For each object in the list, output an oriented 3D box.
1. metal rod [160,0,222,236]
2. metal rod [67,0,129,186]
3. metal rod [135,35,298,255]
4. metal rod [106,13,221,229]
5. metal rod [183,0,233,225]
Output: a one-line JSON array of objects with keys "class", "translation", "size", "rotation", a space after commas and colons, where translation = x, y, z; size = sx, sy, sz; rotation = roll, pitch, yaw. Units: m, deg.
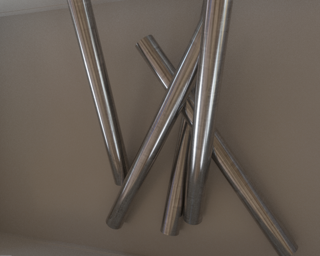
[{"class": "metal rod", "translation": [0.039, -0.011, 0.396], "size": [0.025, 0.025, 0.298], "rotation": [12, 94, 19]}, {"class": "metal rod", "translation": [-0.074, -0.062, 0.370], "size": [0.025, 0.025, 0.298], "rotation": [-1, 115, 20]}, {"class": "metal rod", "translation": [0.065, 0.019, 0.367], "size": [0.025, 0.025, 0.299], "rotation": [-35, 87, 16]}, {"class": "metal rod", "translation": [-0.005, 0.011, 0.369], "size": [0.025, 0.025, 0.298], "rotation": [34, 116, 16]}, {"class": "metal rod", "translation": [0.048, -0.016, 0.327], "size": [0.025, 0.025, 0.298], "rotation": [13, 120, 19]}]
